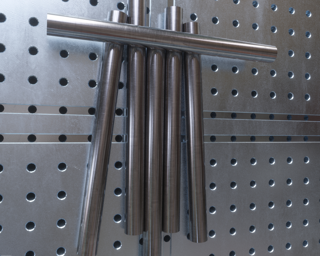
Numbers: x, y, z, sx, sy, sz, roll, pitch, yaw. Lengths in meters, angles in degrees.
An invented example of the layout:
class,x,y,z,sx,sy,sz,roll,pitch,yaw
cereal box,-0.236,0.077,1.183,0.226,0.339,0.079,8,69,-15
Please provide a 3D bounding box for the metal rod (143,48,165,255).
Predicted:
class,x,y,z,sx,sy,sz,roll,pitch,yaw
metal rod,-0.008,0.041,0.409,0.025,0.025,0.298,1,90,-20

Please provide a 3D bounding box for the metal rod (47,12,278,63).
class,x,y,z,sx,sy,sz,roll,pitch,yaw
metal rod,0.018,-0.110,0.392,0.302,0.025,0.025,2,90,-20

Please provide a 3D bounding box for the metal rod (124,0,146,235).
class,x,y,z,sx,sy,sz,roll,pitch,yaw
metal rod,-0.032,-0.015,0.401,0.025,0.025,0.298,1,90,-20

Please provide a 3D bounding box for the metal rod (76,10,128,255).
class,x,y,z,sx,sy,sz,roll,pitch,yaw
metal rod,-0.071,0.005,0.385,0.025,0.025,0.299,8,87,-20

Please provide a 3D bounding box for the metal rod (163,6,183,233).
class,x,y,z,sx,sy,sz,roll,pitch,yaw
metal rod,0.016,-0.011,0.420,0.025,0.025,0.298,1,90,-20

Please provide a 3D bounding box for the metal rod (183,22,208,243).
class,x,y,z,sx,sy,sz,roll,pitch,yaw
metal rod,0.048,0.006,0.430,0.025,0.025,0.298,-2,91,-20
